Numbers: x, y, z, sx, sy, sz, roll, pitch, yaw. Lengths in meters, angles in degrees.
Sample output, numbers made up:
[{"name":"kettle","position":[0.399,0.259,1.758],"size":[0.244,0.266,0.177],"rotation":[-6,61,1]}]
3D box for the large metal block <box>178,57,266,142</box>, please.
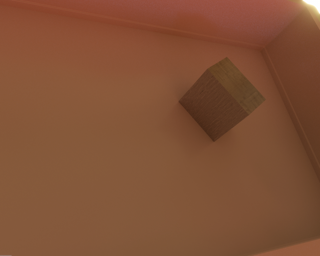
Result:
[{"name":"large metal block","position":[0.086,-0.039,0.443],"size":[0.080,0.080,0.050],"rotation":[50,51,6]}]
